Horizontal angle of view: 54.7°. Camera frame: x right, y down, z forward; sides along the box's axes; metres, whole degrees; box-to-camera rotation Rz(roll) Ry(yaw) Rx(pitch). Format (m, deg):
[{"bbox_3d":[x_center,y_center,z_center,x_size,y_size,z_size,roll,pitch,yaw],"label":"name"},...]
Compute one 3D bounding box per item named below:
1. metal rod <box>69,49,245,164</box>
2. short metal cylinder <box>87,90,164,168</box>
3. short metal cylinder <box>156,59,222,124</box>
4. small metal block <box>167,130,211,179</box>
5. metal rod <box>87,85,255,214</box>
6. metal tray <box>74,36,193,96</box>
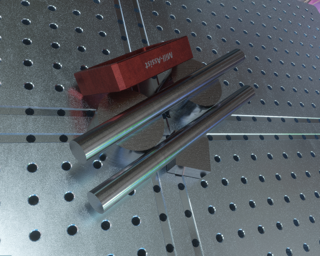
[{"bbox_3d":[0.021,-0.044,0.382,0.302,0.025,0.025,-34,81,-38],"label":"metal rod"},{"bbox_3d":[-0.042,0.001,0.370,0.081,0.050,0.080,14,56,-21],"label":"short metal cylinder"},{"bbox_3d":[0.041,-0.053,0.449,0.081,0.050,0.080,14,56,-21],"label":"short metal cylinder"},{"bbox_3d":[0.037,0.035,0.407,0.050,0.025,0.050,14,56,-21],"label":"small metal block"},{"bbox_3d":[0.038,0.008,0.391,0.302,0.025,0.025,-33,80,-38],"label":"metal rod"},{"bbox_3d":[-0.031,-0.081,0.398,0.131,0.090,0.030,-33,112,-38],"label":"metal tray"}]
